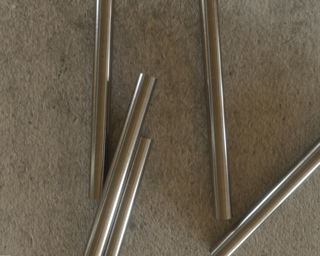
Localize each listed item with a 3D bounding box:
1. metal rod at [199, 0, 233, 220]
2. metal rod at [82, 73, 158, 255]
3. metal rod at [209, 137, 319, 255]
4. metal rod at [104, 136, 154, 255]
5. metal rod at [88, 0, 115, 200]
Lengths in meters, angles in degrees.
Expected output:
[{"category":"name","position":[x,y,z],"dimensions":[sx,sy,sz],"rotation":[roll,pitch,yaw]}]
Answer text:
[{"category":"metal rod","position":[0.074,-0.031,0.410],"dimensions":[0.025,0.025,0.298],"rotation":[-4,90,-1]},{"category":"metal rod","position":[-0.059,0.078,0.391],"dimensions":[0.025,0.025,0.298],"rotation":[17,91,-1]},{"category":"metal rod","position":[0.179,0.065,0.412],"dimensions":[0.025,0.025,0.300],"rotation":[45,89,-1]},{"category":"metal rod","position":[-0.063,0.155,0.409],"dimensions":[0.025,0.025,0.298],"rotation":[17,90,-1]},{"category":"metal rod","position":[-0.076,-0.057,0.408],"dimensions":[0.025,0.025,0.298],"rotation":[2,90,-1]}]
